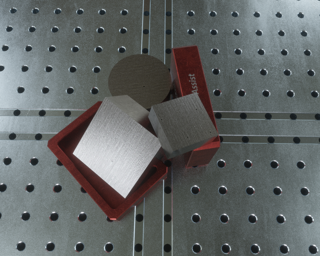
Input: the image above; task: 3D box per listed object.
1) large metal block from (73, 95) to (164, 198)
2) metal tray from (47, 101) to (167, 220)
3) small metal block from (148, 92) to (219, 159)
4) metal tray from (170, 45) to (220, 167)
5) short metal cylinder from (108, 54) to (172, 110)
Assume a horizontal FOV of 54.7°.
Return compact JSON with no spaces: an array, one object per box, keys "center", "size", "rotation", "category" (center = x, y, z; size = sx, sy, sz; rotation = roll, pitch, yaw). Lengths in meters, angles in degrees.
[{"center":[-0.039,0.018,0.358],"size":[0.080,0.050,0.080],"rotation":[38,110,12],"category":"large metal block"},{"center":[-0.065,0.040,0.393],"size":[0.090,0.030,0.130],"rotation":[-41,76,-14],"category":"metal tray"},{"center":[0.023,-0.003,0.313],"size":[0.050,0.025,0.050],"rotation":[-19,71,-19],"category":"small metal block"},{"center":[0.039,-0.025,0.387],"size":[0.030,0.090,0.129],"rotation":[-9,70,-3],"category":"metal tray"},{"center":[-0.026,-0.051,0.417],"size":[0.081,0.050,0.080],"rotation":[0,70,0],"category":"short metal cylinder"}]
